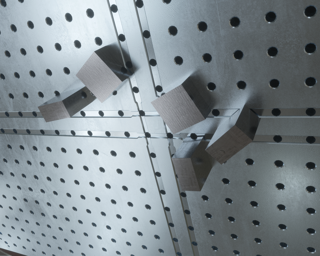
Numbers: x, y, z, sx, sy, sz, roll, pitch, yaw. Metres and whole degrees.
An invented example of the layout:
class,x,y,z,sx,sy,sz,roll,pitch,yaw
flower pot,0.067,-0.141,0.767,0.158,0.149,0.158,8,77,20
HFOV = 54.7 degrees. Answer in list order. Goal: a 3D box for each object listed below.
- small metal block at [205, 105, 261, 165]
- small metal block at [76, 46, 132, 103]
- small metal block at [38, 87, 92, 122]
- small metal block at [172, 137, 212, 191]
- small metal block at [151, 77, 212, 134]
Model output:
class,x,y,z,sx,sy,sz,roll,pitch,yaw
small metal block,0.084,0.007,0.355,0.025,0.050,0.050,42,129,-1
small metal block,-0.074,-0.069,0.406,0.050,0.025,0.050,47,129,-6
small metal block,-0.135,-0.034,0.443,0.050,0.050,0.025,-9,114,31
small metal block,0.043,0.046,0.400,0.025,0.050,0.050,-4,116,30
small metal block,0.026,-0.027,0.380,0.050,0.025,0.050,-27,104,37
